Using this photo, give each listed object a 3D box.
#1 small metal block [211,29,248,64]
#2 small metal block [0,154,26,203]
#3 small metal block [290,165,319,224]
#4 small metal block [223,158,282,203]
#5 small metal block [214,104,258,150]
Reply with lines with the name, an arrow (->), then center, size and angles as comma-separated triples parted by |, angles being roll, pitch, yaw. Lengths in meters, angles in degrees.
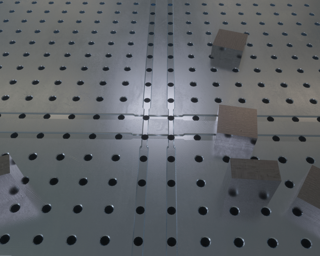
small metal block -> 0.118, -0.140, 0.526 | 0.050, 0.025, 0.050 | 16, 52, 13
small metal block -> -0.182, 0.059, 0.341 | 0.050, 0.050, 0.025 | -15, 52, -12
small metal block -> 0.181, 0.077, 0.344 | 0.050, 0.025, 0.050 | 29, 56, 22
small metal block -> 0.099, 0.059, 0.343 | 0.050, 0.050, 0.025 | 3, 50, 2
small metal block -> 0.100, -0.002, 0.410 | 0.050, 0.025, 0.050 | 8, 50, 6
